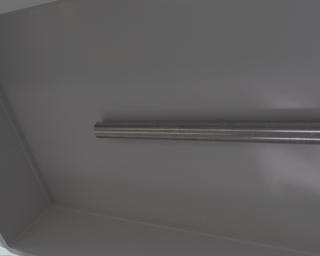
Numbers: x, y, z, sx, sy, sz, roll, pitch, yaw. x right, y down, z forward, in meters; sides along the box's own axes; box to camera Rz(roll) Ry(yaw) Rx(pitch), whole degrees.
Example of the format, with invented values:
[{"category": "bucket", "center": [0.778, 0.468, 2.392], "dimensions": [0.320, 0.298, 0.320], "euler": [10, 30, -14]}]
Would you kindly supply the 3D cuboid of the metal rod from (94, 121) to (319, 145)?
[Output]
[{"category": "metal rod", "center": [0.043, 0.004, 0.388], "dimensions": [0.300, 0.025, 0.025], "euler": [1, 119, 28]}]
